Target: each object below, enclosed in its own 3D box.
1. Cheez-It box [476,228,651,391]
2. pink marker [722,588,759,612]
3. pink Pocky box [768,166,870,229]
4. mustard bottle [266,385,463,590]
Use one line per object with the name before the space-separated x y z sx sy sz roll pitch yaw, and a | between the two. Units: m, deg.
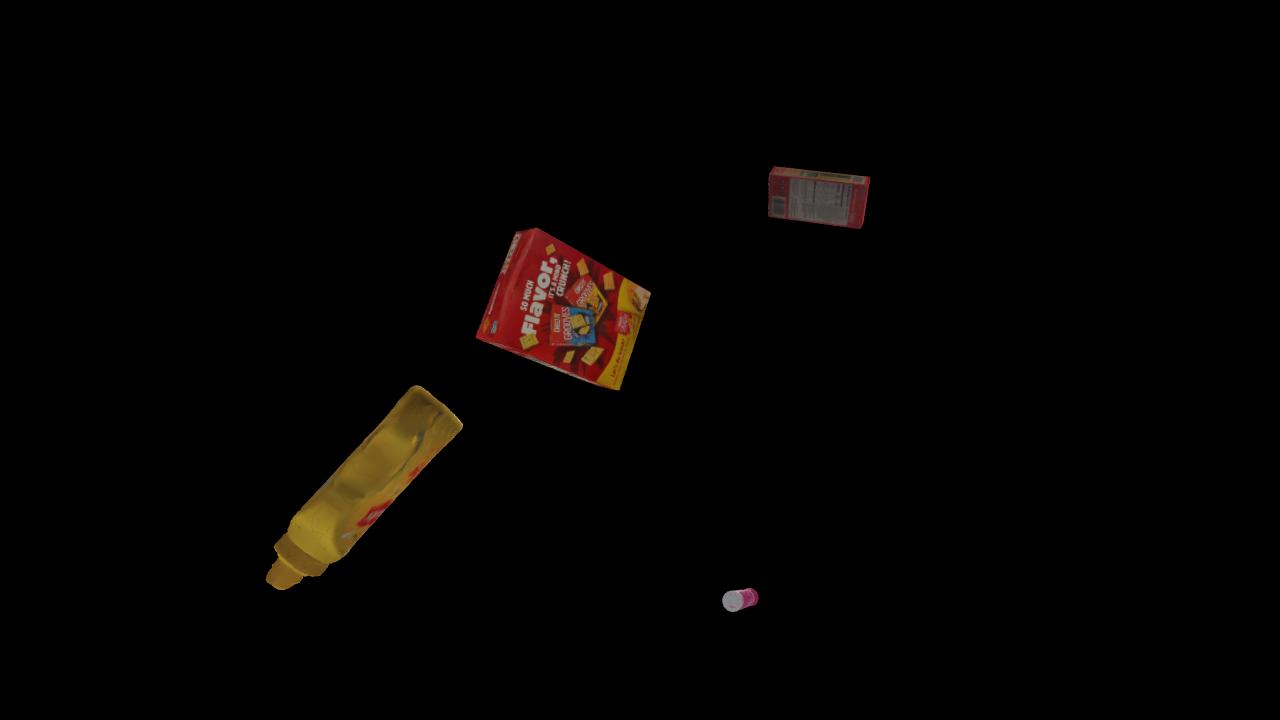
Cheez-It box | -0.104 -0.067 0.895 0.223 0.166 0.071 24 -10 -37
pink marker | 0.105 0.246 0.632 0.020 0.020 0.121 0 -18 19
pink Pocky box | 0.287 -0.263 0.996 0.155 0.029 0.084 14 -37 22
mustard bottle | -0.226 0.106 0.499 0.054 0.184 0.092 41 -17 -6
